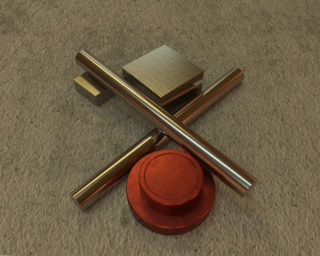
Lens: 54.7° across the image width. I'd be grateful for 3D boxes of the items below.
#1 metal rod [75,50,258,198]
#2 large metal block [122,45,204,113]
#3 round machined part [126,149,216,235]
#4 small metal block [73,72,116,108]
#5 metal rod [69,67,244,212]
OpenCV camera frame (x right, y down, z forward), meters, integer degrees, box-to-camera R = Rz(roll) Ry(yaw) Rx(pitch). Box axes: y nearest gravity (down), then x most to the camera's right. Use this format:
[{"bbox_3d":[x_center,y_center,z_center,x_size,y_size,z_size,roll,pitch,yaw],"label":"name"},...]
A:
[{"bbox_3d":[-0.011,-0.020,0.389,0.025,0.025,0.300,-36,59,-27],"label":"metal rod"},{"bbox_3d":[0.004,-0.066,0.445,0.080,0.050,0.080,-34,58,-26],"label":"large metal block"},{"bbox_3d":[0.012,0.062,0.341,0.099,0.042,0.098,0,50,0],"label":"round machined part"},{"bbox_3d":[-0.090,-0.063,0.458,0.050,0.025,0.050,35,58,25],"label":"small metal block"},{"bbox_3d":[0.014,0.000,0.407,0.025,0.025,0.302,37,59,26],"label":"metal rod"}]
